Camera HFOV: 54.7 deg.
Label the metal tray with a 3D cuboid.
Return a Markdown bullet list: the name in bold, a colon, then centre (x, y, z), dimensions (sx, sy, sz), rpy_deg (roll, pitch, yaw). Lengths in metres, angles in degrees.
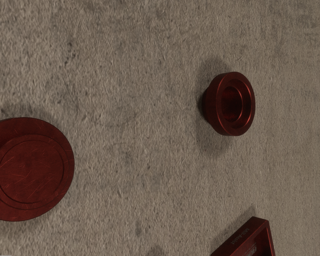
- **metal tray**: centre (0.146, 0.223, 0.527), dimensions (0.131, 0.030, 0.089), rpy_deg (-24, 105, -38)

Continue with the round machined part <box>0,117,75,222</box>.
- **round machined part**: centre (-0.126, 0.038, 0.289), dimensions (0.099, 0.042, 0.097), rpy_deg (0, 90, -40)

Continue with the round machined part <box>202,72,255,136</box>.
- **round machined part**: centre (0.103, -0.037, 0.483), dimensions (0.099, 0.042, 0.097), rpy_deg (0, 90, -40)
